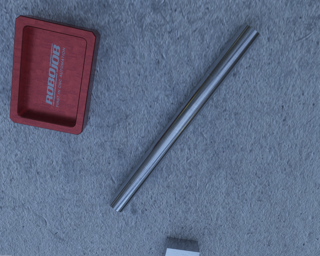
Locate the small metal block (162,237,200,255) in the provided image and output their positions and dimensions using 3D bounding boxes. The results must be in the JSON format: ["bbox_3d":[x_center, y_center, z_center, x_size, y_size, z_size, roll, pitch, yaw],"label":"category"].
[{"bbox_3d":[0.031,0.202,0.485,0.050,0.025,0.050,9,110,-4],"label":"small metal block"}]

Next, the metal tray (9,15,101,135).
[{"bbox_3d":[-0.130,-0.063,0.381,0.091,0.030,0.129,12,110,-5],"label":"metal tray"}]

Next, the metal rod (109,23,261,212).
[{"bbox_3d":[0.023,-0.002,0.409,0.025,0.025,0.299,33,106,-12],"label":"metal rod"}]
